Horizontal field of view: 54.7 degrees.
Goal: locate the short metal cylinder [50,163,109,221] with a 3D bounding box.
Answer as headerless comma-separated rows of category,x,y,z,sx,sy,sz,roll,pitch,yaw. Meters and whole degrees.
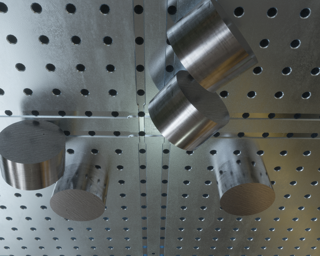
short metal cylinder,-0.122,0.100,0.479,0.081,0.050,0.079,0,130,0

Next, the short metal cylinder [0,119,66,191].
short metal cylinder,-0.165,0.034,0.402,0.081,0.080,0.050,9,130,-8

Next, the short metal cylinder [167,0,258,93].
short metal cylinder,0.052,-0.082,0.307,0.050,0.080,0.080,-35,122,25

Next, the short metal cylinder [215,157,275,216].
short metal cylinder,0.129,0.090,0.474,0.081,0.050,0.079,0,130,0

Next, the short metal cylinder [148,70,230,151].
short metal cylinder,0.034,-0.020,0.359,0.080,0.080,0.050,31,123,-24
